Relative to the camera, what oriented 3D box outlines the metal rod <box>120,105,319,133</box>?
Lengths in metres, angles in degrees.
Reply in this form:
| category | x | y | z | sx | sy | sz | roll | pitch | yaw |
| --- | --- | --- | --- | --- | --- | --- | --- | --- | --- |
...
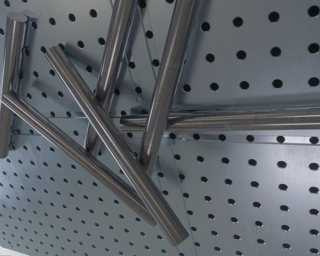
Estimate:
| category | x | y | z | sx | sy | sz | roll | pitch | yaw |
| --- | --- | --- | --- | --- | --- | --- | --- | --- | --- |
| metal rod | 0.083 | -0.009 | 0.362 | 0.300 | 0.025 | 0.025 | -1 | 118 | 29 |

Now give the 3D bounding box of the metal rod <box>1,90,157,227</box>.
| category | x | y | z | sx | sy | sz | roll | pitch | yaw |
| --- | --- | --- | --- | --- | --- | --- | --- | --- | --- |
| metal rod | -0.119 | 0.043 | 0.467 | 0.300 | 0.025 | 0.025 | 38 | 129 | 6 |

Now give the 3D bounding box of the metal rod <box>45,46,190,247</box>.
| category | x | y | z | sx | sy | sz | roll | pitch | yaw |
| --- | --- | --- | --- | --- | --- | --- | --- | --- | --- |
| metal rod | -0.060 | 0.015 | 0.397 | 0.299 | 0.025 | 0.025 | 54 | 130 | 11 |

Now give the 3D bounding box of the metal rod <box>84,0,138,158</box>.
| category | x | y | z | sx | sy | sz | roll | pitch | yaw |
| --- | --- | --- | --- | --- | --- | --- | --- | --- | --- |
| metal rod | -0.070 | -0.061 | 0.411 | 0.025 | 0.025 | 0.298 | 30 | 128 | 9 |

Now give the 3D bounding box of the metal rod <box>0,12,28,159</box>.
| category | x | y | z | sx | sy | sz | roll | pitch | yaw |
| --- | --- | --- | --- | --- | --- | --- | --- | --- | --- |
| metal rod | -0.252 | -0.050 | 0.513 | 0.025 | 0.025 | 0.298 | 35 | 129 | 5 |

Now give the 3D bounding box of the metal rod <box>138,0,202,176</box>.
| category | x | y | z | sx | sy | sz | roll | pitch | yaw |
| --- | --- | --- | --- | --- | --- | --- | --- | --- | --- |
| metal rod | 0.010 | -0.059 | 0.347 | 0.025 | 0.025 | 0.298 | 23 | 120 | 14 |
